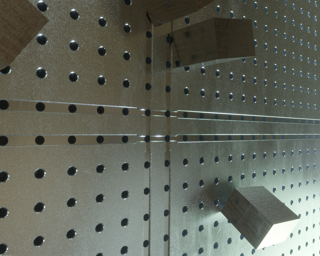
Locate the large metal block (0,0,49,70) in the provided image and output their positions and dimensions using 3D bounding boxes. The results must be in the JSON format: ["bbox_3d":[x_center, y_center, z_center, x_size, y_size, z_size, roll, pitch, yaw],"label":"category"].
[{"bbox_3d":[-0.150,-0.089,0.247,0.080,0.080,0.050,44,64,-31],"label":"large metal block"}]

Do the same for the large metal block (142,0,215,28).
[{"bbox_3d":[0.017,-0.182,0.386,0.050,0.080,0.080,-42,116,-32],"label":"large metal block"}]

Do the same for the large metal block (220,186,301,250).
[{"bbox_3d":[0.160,0.140,0.497,0.081,0.080,0.050,6,117,-40],"label":"large metal block"}]

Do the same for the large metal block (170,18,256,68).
[{"bbox_3d":[0.073,-0.117,0.433,0.081,0.080,0.050,-14,99,-39],"label":"large metal block"}]
